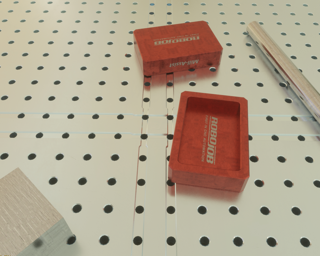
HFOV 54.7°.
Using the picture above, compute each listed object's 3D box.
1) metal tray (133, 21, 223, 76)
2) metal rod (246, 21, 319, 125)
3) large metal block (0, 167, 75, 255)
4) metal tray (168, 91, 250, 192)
[{"bbox_3d":[0.028,-0.136,0.519,0.131,0.030,0.090,-11,51,-9],"label":"metal tray"},{"bbox_3d":[0.207,-0.072,0.469,0.025,0.025,0.300,-11,51,-10],"label":"metal rod"},{"bbox_3d":[-0.147,0.100,0.306,0.080,0.050,0.080,36,59,26],"label":"large metal block"},{"bbox_3d":[0.064,0.011,0.394,0.090,0.030,0.130,7,50,6],"label":"metal tray"}]
